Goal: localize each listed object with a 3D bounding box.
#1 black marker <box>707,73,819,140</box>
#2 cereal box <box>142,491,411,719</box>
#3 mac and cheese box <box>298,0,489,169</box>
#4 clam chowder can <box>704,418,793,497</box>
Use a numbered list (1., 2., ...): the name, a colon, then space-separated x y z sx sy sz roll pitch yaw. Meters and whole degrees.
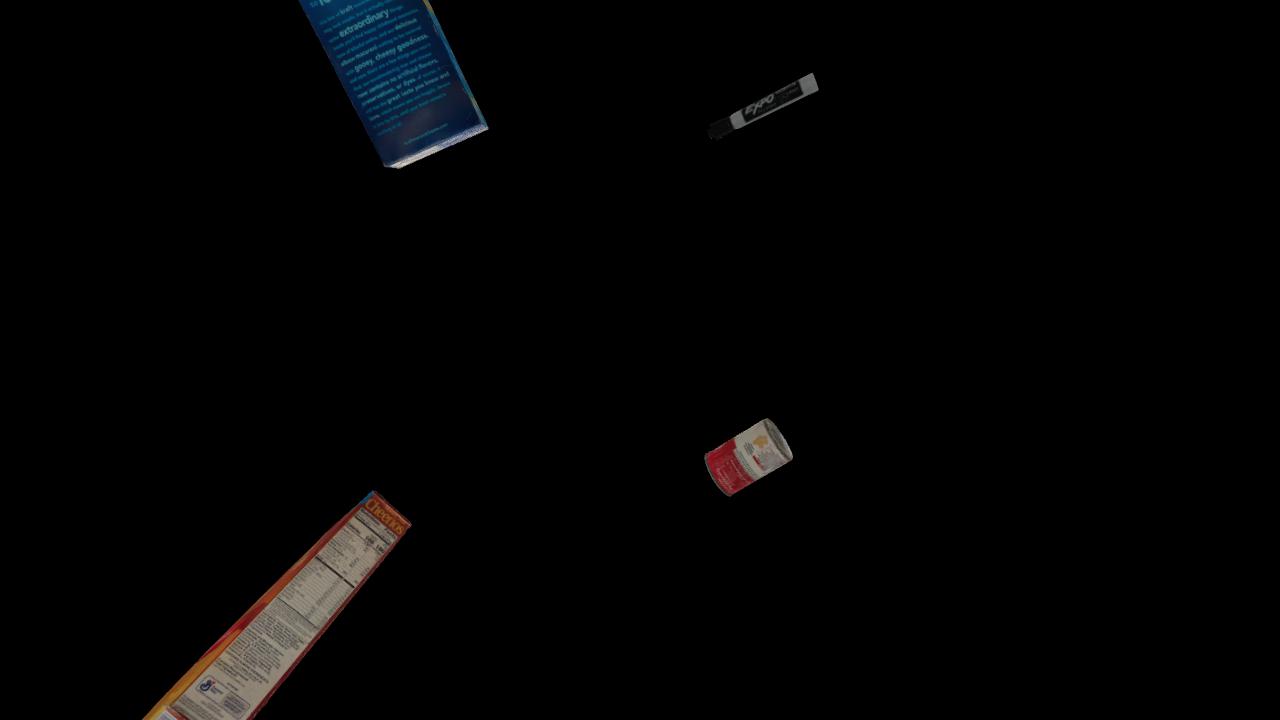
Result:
1. black marker: 0.128 -0.267 0.654 0.121 0.020 0.020 -20 -8 22
2. cereal box: -0.424 0.314 0.724 0.203 0.081 0.306 -40 11 30
3. mac and cheese box: -0.209 -0.263 0.506 0.093 0.184 0.041 -23 14 4
4. clam chowder can: 0.149 0.133 0.844 0.102 0.068 0.068 -34 -11 17
